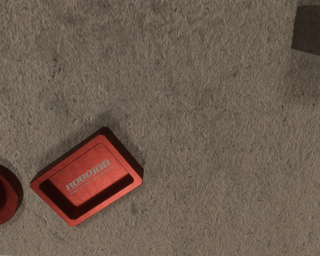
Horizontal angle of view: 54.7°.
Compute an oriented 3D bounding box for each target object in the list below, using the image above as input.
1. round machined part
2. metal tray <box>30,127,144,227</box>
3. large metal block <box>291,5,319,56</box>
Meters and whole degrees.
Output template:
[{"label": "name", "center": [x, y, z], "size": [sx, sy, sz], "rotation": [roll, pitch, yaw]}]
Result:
[{"label": "round machined part", "center": [-0.250, 0.099, 0.434], "size": [0.099, 0.042, 0.097], "rotation": [0, 110, -1]}, {"label": "metal tray", "center": [-0.099, 0.070, 0.431], "size": [0.130, 0.030, 0.090], "rotation": [-34, 107, 11]}, {"label": "large metal block", "center": [0.205, -0.109, 0.343], "size": [0.081, 0.080, 0.050], "rotation": [1, 110, -1]}]
